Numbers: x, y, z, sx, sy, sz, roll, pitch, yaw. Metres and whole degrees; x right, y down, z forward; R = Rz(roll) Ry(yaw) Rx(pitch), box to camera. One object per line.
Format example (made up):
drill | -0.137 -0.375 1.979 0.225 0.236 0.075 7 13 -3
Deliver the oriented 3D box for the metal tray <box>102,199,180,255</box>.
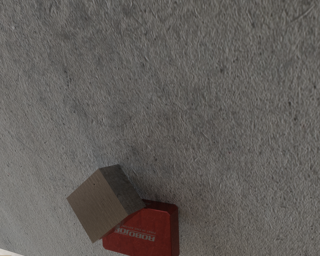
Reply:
metal tray | -0.035 0.163 0.505 0.130 0.030 0.089 3 101 26

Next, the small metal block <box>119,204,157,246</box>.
small metal block | -0.038 0.166 0.530 0.050 0.025 0.050 26 128 12

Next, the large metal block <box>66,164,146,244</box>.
large metal block | -0.083 0.114 0.475 0.080 0.050 0.080 -42 73 21
